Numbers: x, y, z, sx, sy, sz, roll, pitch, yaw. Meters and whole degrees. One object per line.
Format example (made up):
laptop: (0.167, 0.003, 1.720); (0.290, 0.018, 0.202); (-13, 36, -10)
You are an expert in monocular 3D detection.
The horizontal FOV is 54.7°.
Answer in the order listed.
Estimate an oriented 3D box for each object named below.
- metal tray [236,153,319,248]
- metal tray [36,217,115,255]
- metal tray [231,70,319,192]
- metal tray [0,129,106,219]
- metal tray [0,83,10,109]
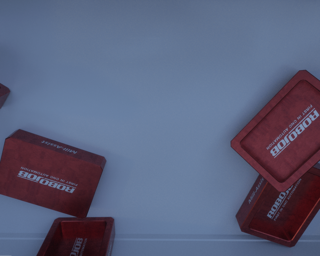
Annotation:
metal tray: (0.180, 0.103, 0.447); (0.090, 0.030, 0.129); (20, 109, -8)
metal tray: (-0.114, 0.173, 0.418); (0.091, 0.130, 0.030); (0, 110, 0)
metal tray: (0.166, 0.005, 0.388); (0.090, 0.030, 0.130); (46, 106, 18)
metal tray: (-0.151, 0.065, 0.431); (0.131, 0.030, 0.089); (19, 109, -7)
metal tray: (-0.239, -0.039, 0.339); (0.090, 0.130, 0.030); (33, 107, -12)
